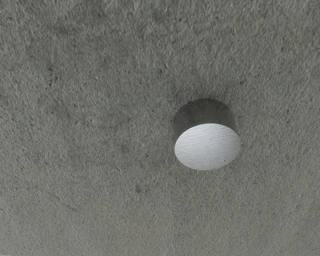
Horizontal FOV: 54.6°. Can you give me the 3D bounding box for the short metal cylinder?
[{"bbox_3d":[0.058,0.009,0.399,0.080,0.050,0.080,0,130,0],"label":"short metal cylinder"}]
